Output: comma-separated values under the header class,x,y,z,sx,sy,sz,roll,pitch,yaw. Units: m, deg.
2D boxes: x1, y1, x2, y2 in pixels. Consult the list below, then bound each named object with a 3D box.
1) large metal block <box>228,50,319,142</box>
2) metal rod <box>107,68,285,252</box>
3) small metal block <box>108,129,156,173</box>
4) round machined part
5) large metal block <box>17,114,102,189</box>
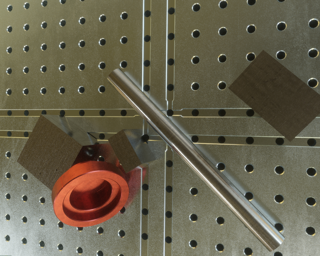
class,x,y,z,sx,sy,sz,roll,pitch,yaw
large metal block,0.127,-0.032,0.338,0.080,0.080,0.050,45,104,14
metal rod,0.036,0.031,0.399,0.300,0.025,0.025,46,104,14
small metal block,-0.036,0.029,0.412,0.025,0.050,0.050,-33,80,17
round machined part,-0.095,0.083,0.417,0.098,0.098,0.042,-52,39,13
large metal block,-0.145,0.036,0.451,0.080,0.050,0.080,34,101,16
